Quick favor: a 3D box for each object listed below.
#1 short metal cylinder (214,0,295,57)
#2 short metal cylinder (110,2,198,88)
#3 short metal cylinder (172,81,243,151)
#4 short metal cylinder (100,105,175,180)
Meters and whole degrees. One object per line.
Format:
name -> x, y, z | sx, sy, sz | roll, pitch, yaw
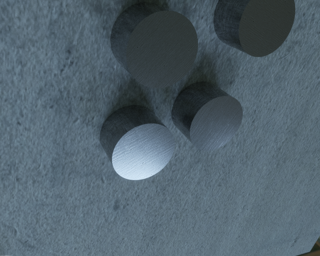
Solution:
short metal cylinder -> 0.113, -0.132, 0.373 | 0.081, 0.050, 0.079 | -14, 125, -21
short metal cylinder -> -0.007, -0.089, 0.333 | 0.081, 0.050, 0.079 | -14, 125, -21
short metal cylinder -> 0.063, -0.016, 0.417 | 0.081, 0.050, 0.079 | -14, 125, -21
short metal cylinder -> -0.029, 0.018, 0.387 | 0.081, 0.050, 0.079 | -14, 125, -21
